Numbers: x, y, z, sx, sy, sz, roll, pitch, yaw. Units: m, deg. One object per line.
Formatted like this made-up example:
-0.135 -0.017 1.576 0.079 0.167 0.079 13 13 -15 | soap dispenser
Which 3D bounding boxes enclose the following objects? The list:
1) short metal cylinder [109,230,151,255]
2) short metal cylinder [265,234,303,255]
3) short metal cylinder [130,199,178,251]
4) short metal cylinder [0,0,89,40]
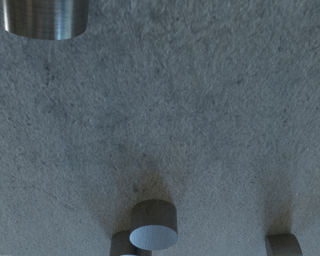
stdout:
-0.056 0.240 0.594 0.081 0.050 0.079 0 130 0 | short metal cylinder
0.234 0.244 0.583 0.050 0.080 0.080 -9 130 7 | short metal cylinder
-0.010 0.168 0.534 0.081 0.050 0.079 0 130 0 | short metal cylinder
-0.103 -0.118 0.269 0.081 0.080 0.050 10 129 -9 | short metal cylinder
